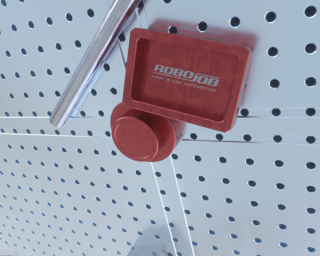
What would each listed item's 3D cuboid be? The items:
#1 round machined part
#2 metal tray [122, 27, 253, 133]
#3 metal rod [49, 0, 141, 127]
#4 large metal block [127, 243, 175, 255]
[{"bbox_3d":[-0.025,0.006,0.416,0.098,0.042,0.097,13,124,20],"label":"round machined part"},{"bbox_3d":[0.026,-0.055,0.344,0.130,0.030,0.089,16,110,18],"label":"metal tray"},{"bbox_3d":[-0.080,-0.095,0.393,0.025,0.025,0.298,43,129,-2],"label":"metal rod"},{"bbox_3d":[-0.011,0.258,0.559,0.080,0.050,0.080,-20,108,35],"label":"large metal block"}]
